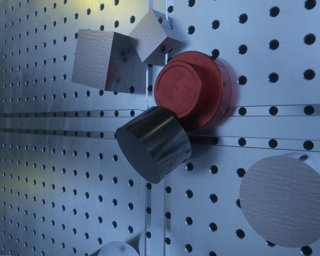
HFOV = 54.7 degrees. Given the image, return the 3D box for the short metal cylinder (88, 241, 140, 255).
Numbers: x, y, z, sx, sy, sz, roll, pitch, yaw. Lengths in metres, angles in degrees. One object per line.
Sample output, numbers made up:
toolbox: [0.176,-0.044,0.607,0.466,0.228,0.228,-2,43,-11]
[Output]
short metal cylinder: [-0.068,0.206,0.430,0.050,0.081,0.080,-40,66,33]

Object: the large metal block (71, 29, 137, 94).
large metal block: [-0.082,-0.099,0.461,0.080,0.050,0.079,18,102,38]

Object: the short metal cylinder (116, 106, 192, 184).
short metal cylinder: [-0.008,0.020,0.376,0.080,0.050,0.080,40,151,28]

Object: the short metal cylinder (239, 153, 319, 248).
short metal cylinder: [0.123,0.064,0.291,0.080,0.050,0.080,0,90,40]

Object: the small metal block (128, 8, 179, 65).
small metal block: [-0.009,-0.122,0.417,0.050,0.025,0.050,-40,66,33]

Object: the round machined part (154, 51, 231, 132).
round machined part: [0.032,-0.044,0.372,0.098,0.042,0.097,0,90,40]
